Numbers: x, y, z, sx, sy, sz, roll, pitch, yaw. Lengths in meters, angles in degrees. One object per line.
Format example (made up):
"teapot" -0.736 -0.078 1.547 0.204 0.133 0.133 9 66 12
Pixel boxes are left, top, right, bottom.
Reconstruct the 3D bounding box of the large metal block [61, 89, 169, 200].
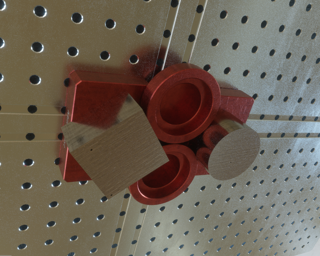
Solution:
"large metal block" -0.048 0.018 0.341 0.080 0.050 0.080 -32 129 -7

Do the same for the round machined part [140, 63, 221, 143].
"round machined part" 0.021 -0.033 0.379 0.099 0.042 0.097 -14 124 -21

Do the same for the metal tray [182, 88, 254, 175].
"metal tray" 0.073 0.008 0.450 0.091 0.030 0.129 1 118 -29

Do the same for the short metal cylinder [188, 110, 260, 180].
"short metal cylinder" 0.086 0.023 0.416 0.081 0.050 0.079 -14 124 -21

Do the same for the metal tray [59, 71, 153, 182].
"metal tray" -0.066 0.001 0.372 0.091 0.030 0.129 0 119 -30

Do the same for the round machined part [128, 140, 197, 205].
"round machined part" -0.002 0.053 0.420 0.099 0.042 0.097 -14 124 -21
